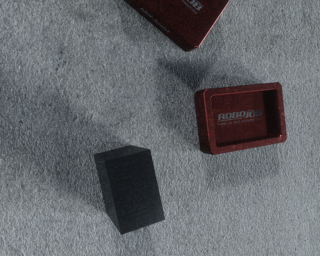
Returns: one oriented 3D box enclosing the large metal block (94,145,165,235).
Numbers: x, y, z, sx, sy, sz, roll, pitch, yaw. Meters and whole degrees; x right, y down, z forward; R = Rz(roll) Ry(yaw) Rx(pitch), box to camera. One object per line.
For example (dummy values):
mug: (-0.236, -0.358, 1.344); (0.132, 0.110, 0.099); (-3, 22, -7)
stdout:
large metal block: (-0.039, 0.067, 0.365); (0.050, 0.080, 0.080); (-13, 95, -20)

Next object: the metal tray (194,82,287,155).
metal tray: (0.119, -0.016, 0.449); (0.131, 0.030, 0.089); (-8, 93, -20)

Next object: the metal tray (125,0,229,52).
metal tray: (0.018, -0.177, 0.413); (0.130, 0.030, 0.090); (36, 78, -17)
